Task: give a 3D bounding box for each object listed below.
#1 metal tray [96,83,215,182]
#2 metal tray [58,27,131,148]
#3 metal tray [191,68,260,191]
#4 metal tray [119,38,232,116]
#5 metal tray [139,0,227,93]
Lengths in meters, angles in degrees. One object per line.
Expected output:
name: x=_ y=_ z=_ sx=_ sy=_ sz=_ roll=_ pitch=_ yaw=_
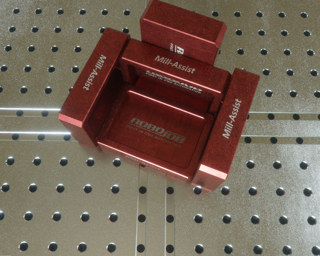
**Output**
metal tray: x=-0.005 y=0.005 z=0.407 sx=0.130 sy=0.030 sz=0.090 roll=21 pitch=71 yaw=7
metal tray: x=-0.074 y=-0.048 z=0.394 sx=0.030 sy=0.090 sz=0.130 roll=21 pitch=71 yaw=7
metal tray: x=0.078 y=0.005 z=0.375 sx=0.030 sy=0.090 sz=0.130 roll=21 pitch=71 yaw=7
metal tray: x=0.017 y=-0.058 z=0.398 sx=0.130 sy=0.090 sz=0.030 roll=21 pitch=72 yaw=7
metal tray: x=0.025 y=-0.093 z=0.389 sx=0.090 sy=0.130 sz=0.030 roll=21 pitch=72 yaw=7
